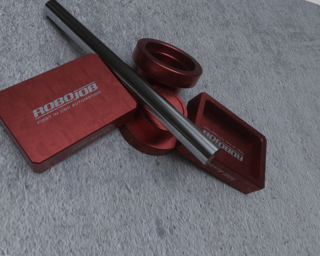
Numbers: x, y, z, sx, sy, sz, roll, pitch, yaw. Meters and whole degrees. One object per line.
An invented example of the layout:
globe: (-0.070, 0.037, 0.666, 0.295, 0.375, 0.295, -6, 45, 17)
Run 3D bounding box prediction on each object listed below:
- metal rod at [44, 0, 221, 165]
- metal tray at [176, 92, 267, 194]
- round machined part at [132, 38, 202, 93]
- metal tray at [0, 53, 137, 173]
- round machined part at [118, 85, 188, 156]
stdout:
metal rod: (-0.046, -0.067, 0.378, 0.300, 0.025, 0.025, 44, 50, 19)
metal tray: (0.089, 0.021, 0.423, 0.130, 0.030, 0.090, 33, 51, -20)
round machined part: (0.006, -0.083, 0.434, 0.099, 0.042, 0.098, 20, 32, -13)
metal tray: (-0.103, -0.022, 0.346, 0.131, 0.030, 0.090, -33, 77, -29)
round machined part: (-0.004, -0.016, 0.403, 0.099, 0.042, 0.098, 14, 56, -21)
